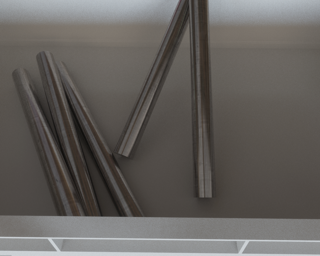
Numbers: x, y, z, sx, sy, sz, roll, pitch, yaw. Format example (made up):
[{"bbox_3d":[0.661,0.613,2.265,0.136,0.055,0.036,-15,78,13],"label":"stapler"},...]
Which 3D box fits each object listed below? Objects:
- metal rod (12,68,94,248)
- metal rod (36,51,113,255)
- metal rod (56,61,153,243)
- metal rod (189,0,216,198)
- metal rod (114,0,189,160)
[{"bbox_3d":[-0.141,0.010,0.374,0.025,0.025,0.300,-22,47,-18],"label":"metal rod"},{"bbox_3d":[-0.115,0.008,0.382,0.025,0.025,0.299,-18,57,-14],"label":"metal rod"},{"bbox_3d":[-0.088,0.007,0.397,0.025,0.025,0.300,-22,54,-18],"label":"metal rod"},{"bbox_3d":[0.050,-0.069,0.376,0.025,0.025,0.299,0,77,0],"label":"metal rod"},{"bbox_3d":[0.010,-0.101,0.410,0.025,0.025,0.299,19,77,15],"label":"metal rod"}]
